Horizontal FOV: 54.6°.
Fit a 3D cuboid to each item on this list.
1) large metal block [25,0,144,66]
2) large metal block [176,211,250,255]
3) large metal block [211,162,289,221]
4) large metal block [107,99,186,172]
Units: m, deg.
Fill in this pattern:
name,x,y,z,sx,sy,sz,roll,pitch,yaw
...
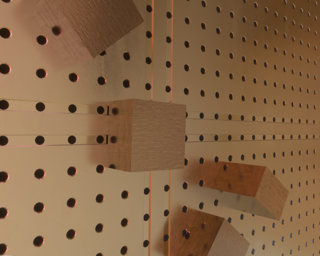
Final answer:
name,x,y,z,sx,sy,sz,roll,pitch,yaw
large metal block,-0.077,-0.124,0.327,0.080,0.050,0.080,-47,118,-30
large metal block,0.079,0.183,0.458,0.080,0.050,0.080,47,62,-30
large metal block,0.143,0.099,0.492,0.080,0.080,0.050,42,65,-32
large metal block,-0.015,0.009,0.379,0.081,0.050,0.080,3,88,-40
